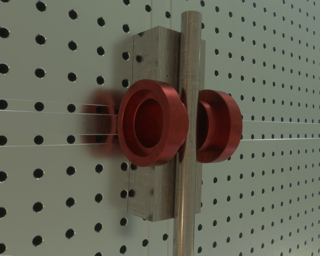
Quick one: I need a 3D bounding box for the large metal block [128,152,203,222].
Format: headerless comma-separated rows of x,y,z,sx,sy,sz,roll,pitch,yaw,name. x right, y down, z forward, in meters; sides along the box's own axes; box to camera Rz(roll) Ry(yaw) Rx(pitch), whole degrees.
0.008,0.069,0.399,0.081,0.050,0.080,4,88,-40,large metal block

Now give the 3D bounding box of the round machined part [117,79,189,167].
-0.005,-0.005,0.356,0.042,0.098,0.097,3,89,-40,round machined part

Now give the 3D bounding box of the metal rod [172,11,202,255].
0.033,0.012,0.371,0.025,0.025,0.298,3,88,-40,metal rod

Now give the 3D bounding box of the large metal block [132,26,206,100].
0.012,-0.078,0.403,0.081,0.050,0.080,3,88,-40,large metal block

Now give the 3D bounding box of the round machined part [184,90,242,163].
0.057,-0.002,0.409,0.042,0.098,0.097,2,89,-35,round machined part
